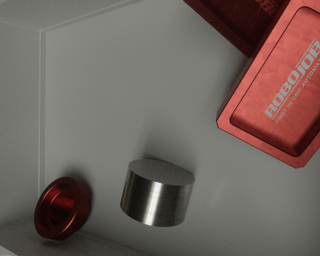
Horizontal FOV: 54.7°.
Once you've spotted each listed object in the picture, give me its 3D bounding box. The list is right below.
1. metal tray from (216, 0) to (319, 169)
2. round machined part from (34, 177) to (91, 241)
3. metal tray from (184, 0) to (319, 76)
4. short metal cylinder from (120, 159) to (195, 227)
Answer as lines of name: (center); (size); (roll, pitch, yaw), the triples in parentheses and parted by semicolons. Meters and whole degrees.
metal tray: (0.120, -0.039, 0.272); (0.090, 0.030, 0.129); (28, 113, 1)
round machined part: (-0.153, 0.132, 0.502); (0.098, 0.042, 0.098); (-17, 54, 26)
metal tray: (0.091, -0.113, 0.266); (0.090, 0.130, 0.030); (-40, 31, 32)
short metal cylinder: (-0.003, 0.075, 0.372); (0.080, 0.081, 0.050); (21, 104, 37)
